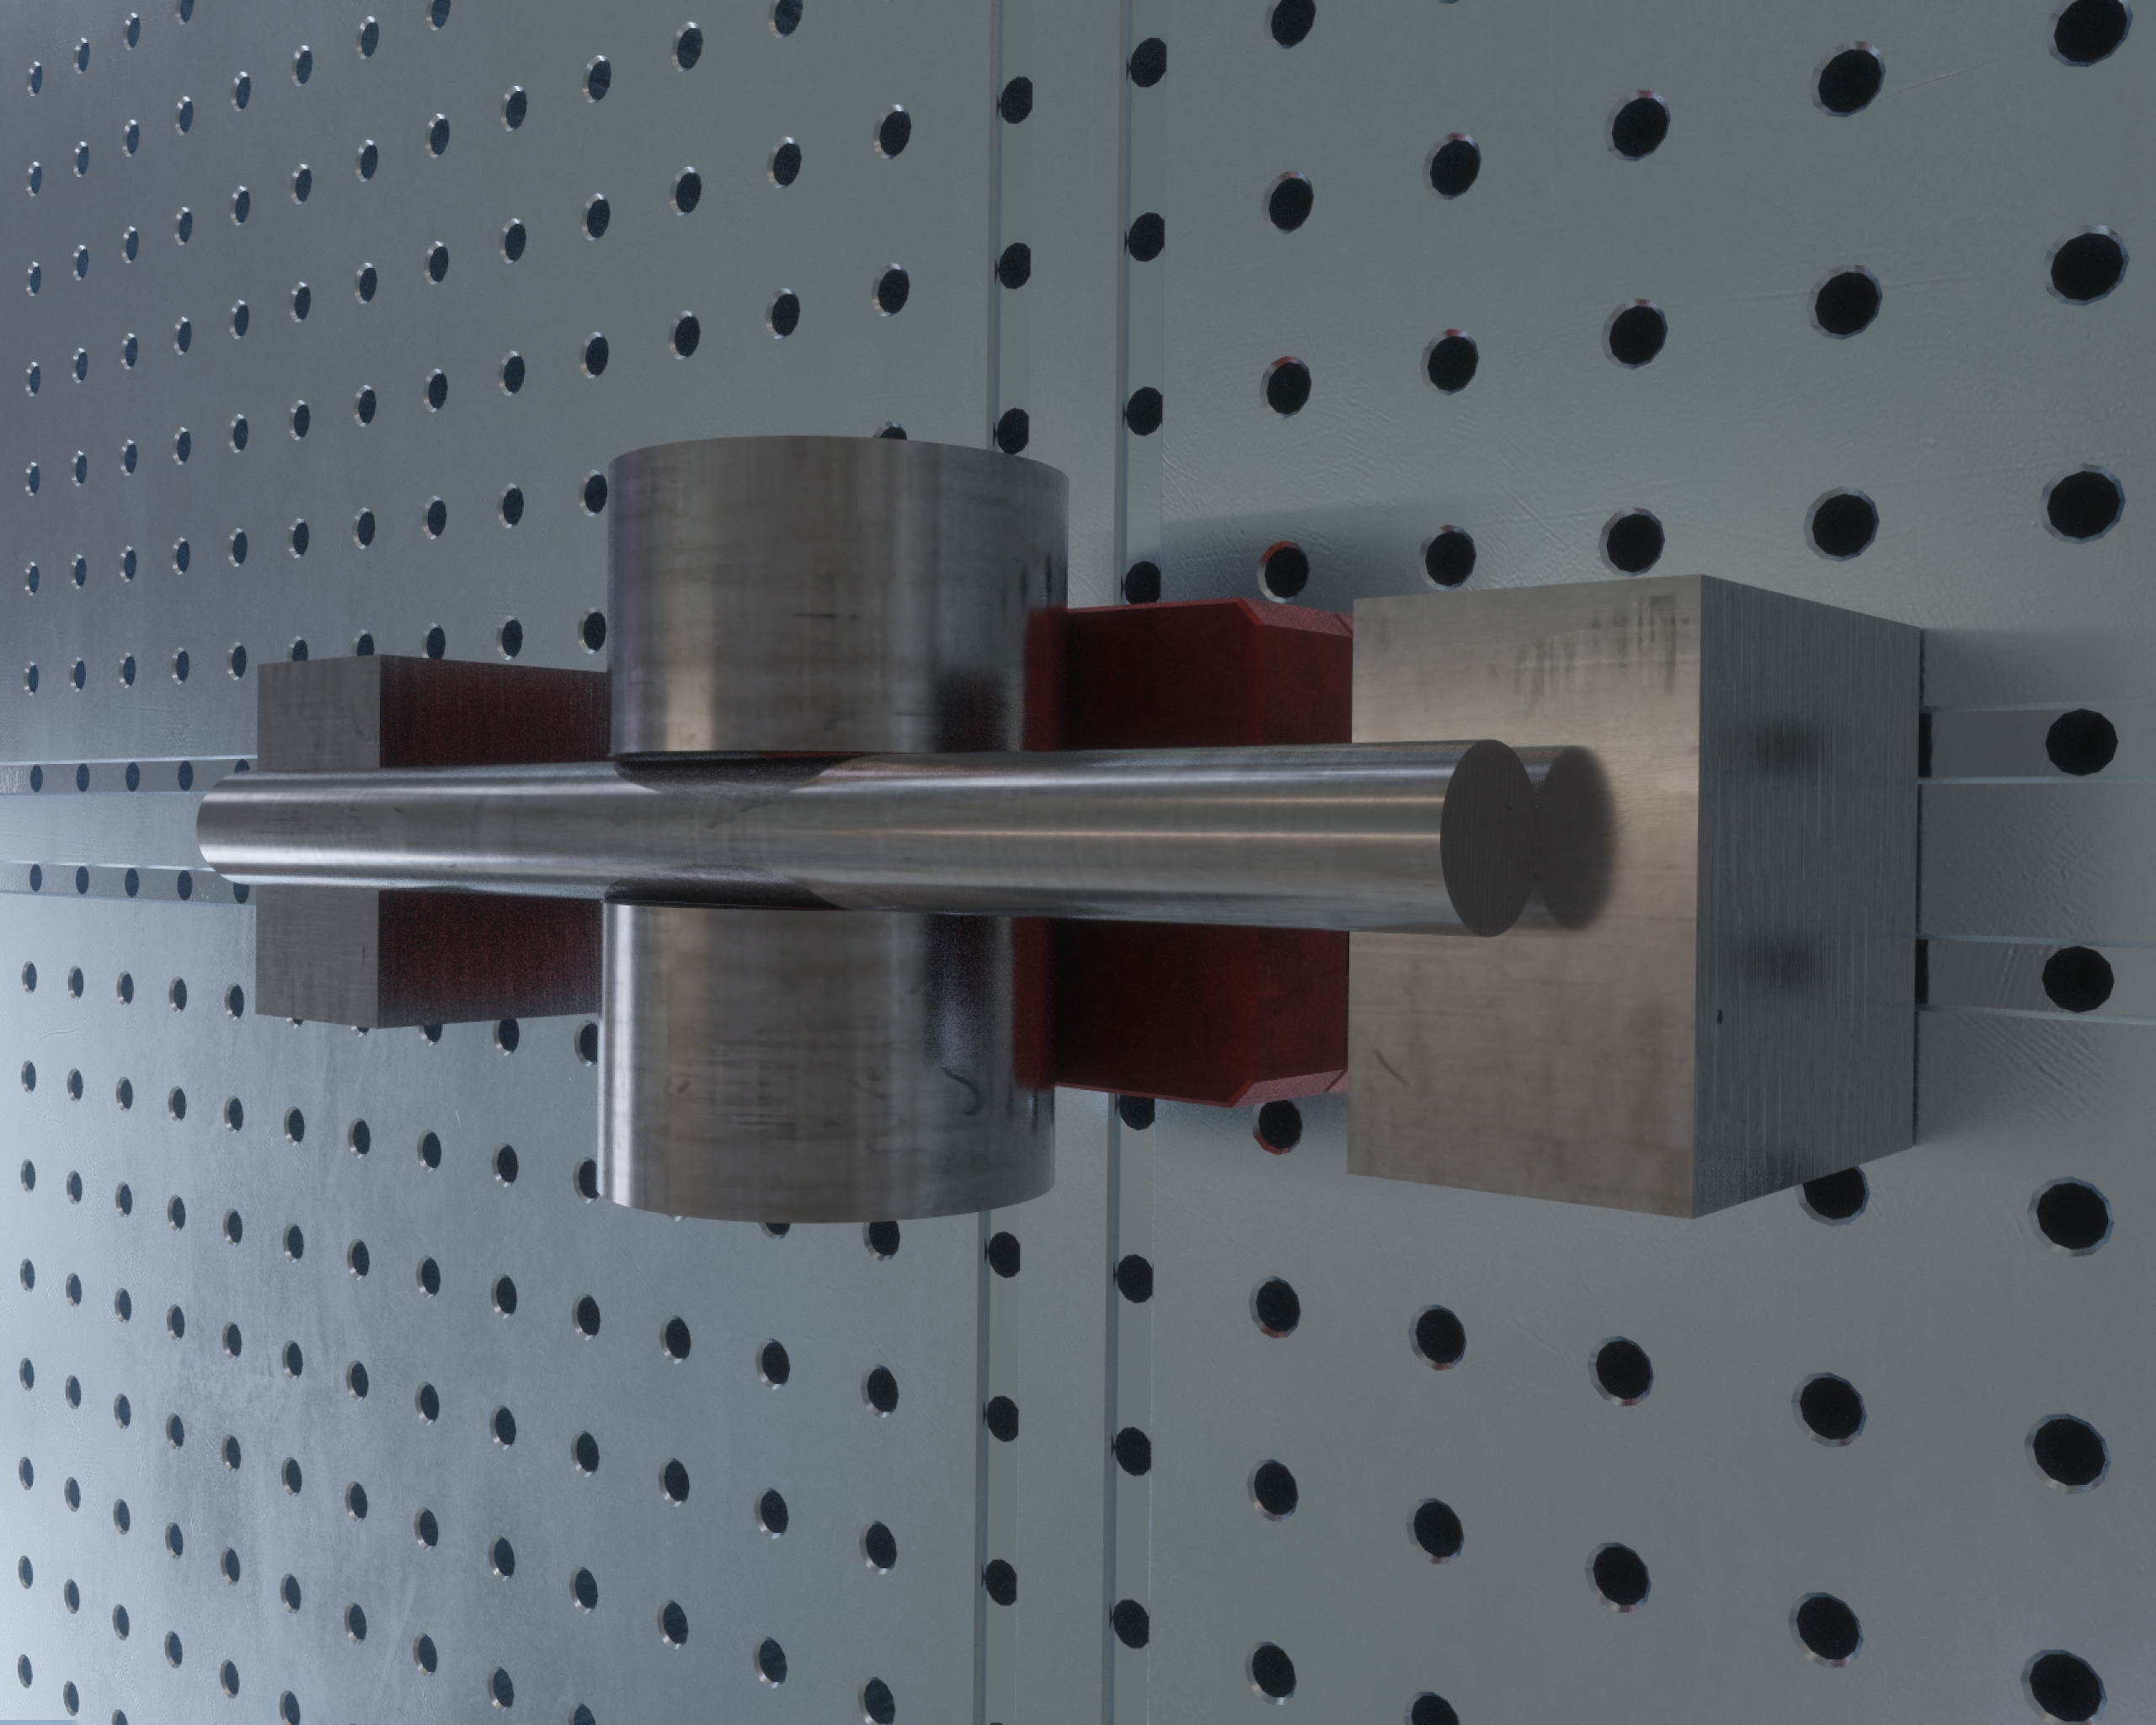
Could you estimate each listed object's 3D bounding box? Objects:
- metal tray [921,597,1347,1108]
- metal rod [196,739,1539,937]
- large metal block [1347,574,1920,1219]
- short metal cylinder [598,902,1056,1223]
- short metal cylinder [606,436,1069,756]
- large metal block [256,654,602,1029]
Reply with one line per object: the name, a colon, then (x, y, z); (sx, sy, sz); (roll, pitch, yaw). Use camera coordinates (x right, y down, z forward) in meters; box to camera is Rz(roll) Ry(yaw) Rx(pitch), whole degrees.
metal tray: (-0.009, -0.003, 0.414); (0.130, 0.030, 0.089); (2, 91, 40)
metal rod: (-0.064, -0.005, 0.357); (0.300, 0.025, 0.025); (1, 91, 40)
large metal block: (0.083, 0.004, 0.304); (0.050, 0.081, 0.080); (1, 91, 40)
short metal cylinder: (-0.044, 0.032, 0.371); (0.080, 0.081, 0.050); (1, 91, 40)
short metal cylinder: (-0.042, -0.043, 0.369); (0.080, 0.081, 0.050); (1, 91, 40)
large metal block: (-0.142, -0.005, 0.489); (0.050, 0.081, 0.080); (1, 91, 40)
